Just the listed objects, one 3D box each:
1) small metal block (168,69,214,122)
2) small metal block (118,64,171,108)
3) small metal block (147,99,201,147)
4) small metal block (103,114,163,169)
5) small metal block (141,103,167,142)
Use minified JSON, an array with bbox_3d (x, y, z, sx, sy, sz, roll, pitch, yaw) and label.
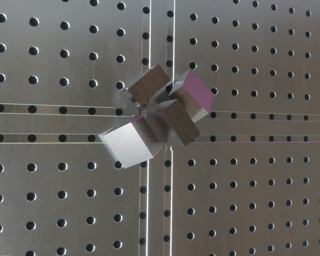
[{"bbox_3d":[0.043,-0.044,0.414,0.050,0.025,0.050,44,36,-15],"label":"small metal block"},{"bbox_3d":[-0.021,-0.051,0.391,0.050,0.050,0.025,-43,104,-15],"label":"small metal block"},{"bbox_3d":[0.016,-0.006,0.378,0.025,0.050,0.050,-38,103,-17],"label":"small metal block"},{"bbox_3d":[-0.034,0.017,0.384,0.050,0.050,0.025,58,36,-11],"label":"small metal block"},{"bbox_3d":[0.002,-0.006,0.413,0.050,0.025,0.050,1,90,-21],"label":"small metal block"}]
